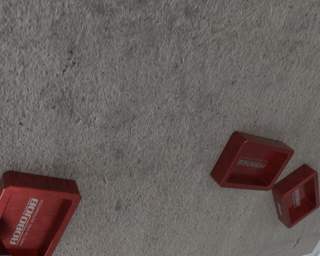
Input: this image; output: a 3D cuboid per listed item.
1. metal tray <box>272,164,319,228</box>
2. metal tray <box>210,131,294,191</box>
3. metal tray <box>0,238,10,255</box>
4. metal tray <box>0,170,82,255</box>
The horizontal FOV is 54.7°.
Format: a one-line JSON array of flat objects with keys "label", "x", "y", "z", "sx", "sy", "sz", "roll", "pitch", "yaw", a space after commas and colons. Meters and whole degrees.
[{"label": "metal tray", "x": 0.288, "y": 0.146, "z": 0.650, "sx": 0.090, "sy": 0.030, "sz": 0.130, "roll": -33, "pitch": 129, "yaw": -7}, {"label": "metal tray", "x": 0.158, "y": 0.060, "z": 0.526, "sx": 0.131, "sy": 0.030, "sz": 0.089, "roll": 11, "pitch": 113, "yaw": -33}, {"label": "metal tray", "x": -0.242, "y": 0.151, "z": 0.336, "sx": 0.131, "sy": 0.030, "sz": 0.089, "roll": -15, "pitch": 115, "yaw": -5}, {"label": "metal tray", "x": -0.167, "y": 0.120, "z": 0.386, "sx": 0.091, "sy": 0.030, "sz": 0.129, "roll": 18, "pitch": 109, "yaw": -35}]
